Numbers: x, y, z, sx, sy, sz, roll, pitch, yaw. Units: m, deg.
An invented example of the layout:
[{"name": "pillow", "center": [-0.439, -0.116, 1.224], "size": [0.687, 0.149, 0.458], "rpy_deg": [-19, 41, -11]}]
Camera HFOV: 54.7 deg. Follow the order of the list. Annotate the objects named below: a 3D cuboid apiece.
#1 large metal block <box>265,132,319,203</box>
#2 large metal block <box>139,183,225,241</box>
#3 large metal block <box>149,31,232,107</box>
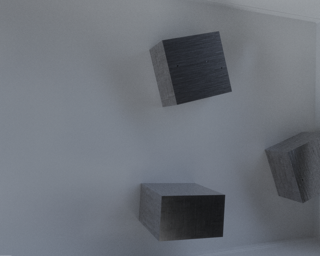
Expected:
[{"name": "large metal block", "center": [0.221, 0.058, 0.478], "size": [0.081, 0.050, 0.080], "rpy_deg": [-21, 97, -19]}, {"name": "large metal block", "center": [0.025, 0.101, 0.390], "size": [0.081, 0.080, 0.050], "rpy_deg": [4, 89, -20]}, {"name": "large metal block", "center": [0.040, -0.077, 0.412], "size": [0.081, 0.050, 0.080], "rpy_deg": [-15, 95, -19]}]
